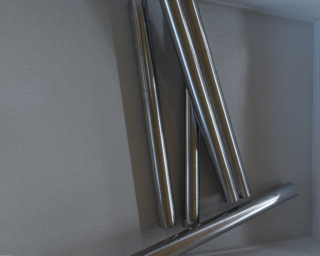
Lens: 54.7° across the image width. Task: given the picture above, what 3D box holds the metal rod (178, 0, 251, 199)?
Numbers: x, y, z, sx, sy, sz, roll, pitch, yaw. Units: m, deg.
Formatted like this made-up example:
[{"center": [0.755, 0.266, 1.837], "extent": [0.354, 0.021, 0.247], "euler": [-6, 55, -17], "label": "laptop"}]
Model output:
[{"center": [0.075, -0.038, 0.419], "extent": [0.025, 0.025, 0.298], "euler": [-25, 106, -19], "label": "metal rod"}]

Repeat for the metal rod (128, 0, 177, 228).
[{"center": [-0.009, -0.018, 0.407], "extent": [0.025, 0.025, 0.298], "euler": [-9, 93, -20], "label": "metal rod"}]

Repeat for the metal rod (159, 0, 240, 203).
[{"center": [0.053, -0.036, 0.402], "extent": [0.025, 0.025, 0.298], "euler": [-25, 106, -19], "label": "metal rod"}]

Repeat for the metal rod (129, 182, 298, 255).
[{"center": [0.079, 0.132, 0.419], "extent": [0.303, 0.025, 0.025], "euler": [-15, 95, -28], "label": "metal rod"}]

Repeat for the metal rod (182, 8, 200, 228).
[{"center": [0.043, -0.014, 0.427], "extent": [0.025, 0.025, 0.298], "euler": [0, 90, -20], "label": "metal rod"}]
